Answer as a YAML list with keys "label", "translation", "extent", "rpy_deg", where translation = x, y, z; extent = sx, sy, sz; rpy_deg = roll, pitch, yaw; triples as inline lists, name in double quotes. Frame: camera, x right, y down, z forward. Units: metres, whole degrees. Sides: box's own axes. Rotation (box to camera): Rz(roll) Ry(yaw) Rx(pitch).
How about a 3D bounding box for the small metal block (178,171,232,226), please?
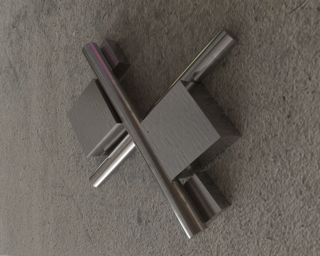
- label: "small metal block"
  translation: [0.048, 0.087, 0.368]
  extent: [0.050, 0.025, 0.050]
  rpy_deg: [-50, 61, 28]

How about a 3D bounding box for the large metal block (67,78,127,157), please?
- label: "large metal block"
  translation: [-0.083, -0.014, 0.457]
  extent: [0.080, 0.050, 0.080]
  rpy_deg: [-44, 64, 31]

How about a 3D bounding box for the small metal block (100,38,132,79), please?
- label: "small metal block"
  translation: [-0.077, -0.098, 0.471]
  extent: [0.050, 0.025, 0.050]
  rpy_deg: [-45, 63, 31]

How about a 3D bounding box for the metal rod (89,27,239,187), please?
- label: "metal rod"
  translation: [-0.011, -0.010, 0.417]
  extent: [0.299, 0.025, 0.025]
  rpy_deg: [-46, 63, 30]

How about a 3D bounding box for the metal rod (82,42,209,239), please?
- label: "metal rod"
  translation: [-0.031, -0.001, 0.398]
  extent: [0.025, 0.025, 0.299]
  rpy_deg: [-47, 62, 30]

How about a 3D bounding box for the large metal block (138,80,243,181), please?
- label: "large metal block"
  translation: [0.033, 0.003, 0.363]
  extent: [0.080, 0.050, 0.080]
  rpy_deg: [-47, 62, 30]
